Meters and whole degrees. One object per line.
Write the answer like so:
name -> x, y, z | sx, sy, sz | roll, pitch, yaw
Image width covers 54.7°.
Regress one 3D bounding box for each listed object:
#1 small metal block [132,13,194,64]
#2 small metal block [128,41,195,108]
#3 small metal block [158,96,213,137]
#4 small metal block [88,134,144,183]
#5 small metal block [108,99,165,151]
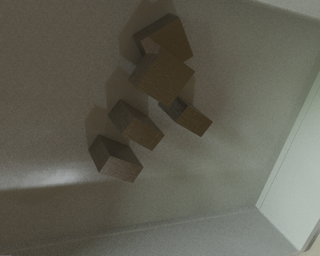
small metal block -> 0.004, -0.094, 0.354 | 0.050, 0.025, 0.050 | -33, 129, -7
small metal block -> 0.002, -0.058, 0.343 | 0.050, 0.025, 0.050 | 28, 103, -38
small metal block -> 0.032, -0.019, 0.400 | 0.050, 0.050, 0.025 | 28, 103, -38
small metal block -> -0.056, 0.038, 0.387 | 0.050, 0.050, 0.025 | 26, 104, -38
small metal block -> -0.029, -0.004, 0.376 | 0.050, 0.050, 0.025 | 31, 101, -39
